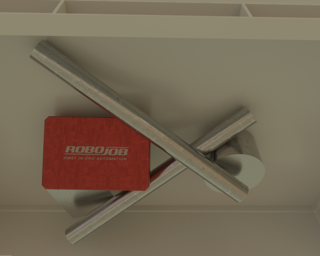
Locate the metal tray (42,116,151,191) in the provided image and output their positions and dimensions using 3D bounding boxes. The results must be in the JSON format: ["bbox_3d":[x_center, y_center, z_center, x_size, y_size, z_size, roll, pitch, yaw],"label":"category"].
[{"bbox_3d":[-0.078,0.032,0.394,0.131,0.030,0.089,1,86,0],"label":"metal tray"}]

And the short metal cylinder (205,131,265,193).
[{"bbox_3d":[0.099,0.047,0.431,0.081,0.050,0.079,0,130,0],"label":"short metal cylinder"}]

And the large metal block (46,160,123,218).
[{"bbox_3d":[-0.107,0.082,0.455,0.080,0.050,0.080,-15,129,12],"label":"large metal block"}]

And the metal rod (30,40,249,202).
[{"bbox_3d":[-0.014,0.000,0.368,0.301,0.025,0.025,36,122,-12],"label":"metal rod"}]

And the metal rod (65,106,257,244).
[{"bbox_3d":[-0.005,0.068,0.417,0.300,0.025,0.025,-35,123,9],"label":"metal rod"}]
